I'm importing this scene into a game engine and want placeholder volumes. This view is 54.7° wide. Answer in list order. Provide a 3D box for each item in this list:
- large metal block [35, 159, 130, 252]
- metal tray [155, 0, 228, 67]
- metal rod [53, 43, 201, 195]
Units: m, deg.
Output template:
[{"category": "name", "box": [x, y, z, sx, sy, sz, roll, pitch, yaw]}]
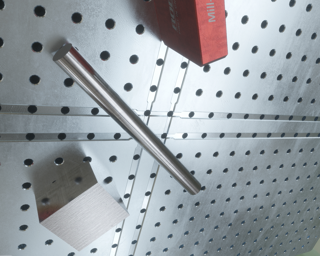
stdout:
[{"category": "large metal block", "box": [-0.100, 0.101, 0.403, 0.080, 0.050, 0.080, -35, 129, -5]}, {"category": "metal tray", "box": [0.023, -0.134, 0.298, 0.030, 0.090, 0.129, -24, 127, -14]}, {"category": "metal rod", "box": [-0.021, 0.011, 0.405, 0.025, 0.025, 0.300, -41, 130, 0]}]
